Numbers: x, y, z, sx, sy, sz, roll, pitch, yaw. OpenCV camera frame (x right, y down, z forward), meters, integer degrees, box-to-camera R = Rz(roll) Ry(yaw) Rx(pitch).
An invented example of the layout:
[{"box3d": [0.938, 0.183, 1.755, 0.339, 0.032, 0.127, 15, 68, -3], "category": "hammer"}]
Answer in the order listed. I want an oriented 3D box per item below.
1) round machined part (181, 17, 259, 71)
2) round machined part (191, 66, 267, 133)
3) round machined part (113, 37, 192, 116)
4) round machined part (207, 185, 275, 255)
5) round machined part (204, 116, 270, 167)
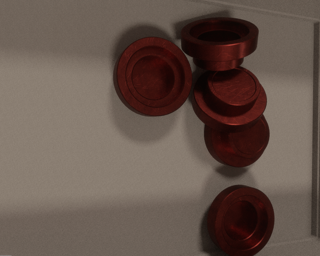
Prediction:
[{"box3d": [0.078, -0.110, 0.411, 0.099, 0.098, 0.042, -21, 130, -19], "category": "round machined part"}, {"box3d": [0.093, -0.046, 0.412, 0.099, 0.042, 0.098, 2, 58, -2], "category": "round machined part"}, {"box3d": [-0.012, -0.063, 0.398, 0.099, 0.042, 0.097, 0, 90, -21], "category": "round machined part"}, {"box3d": [0.111, 0.130, 0.444, 0.099, 0.042, 0.097, 0, 90, -21], "category": "round machined part"}, {"box3d": [0.117, 0.008, 0.446, 0.099, 0.042, 0.097, 0, 90, -21], "category": "round machined part"}]
